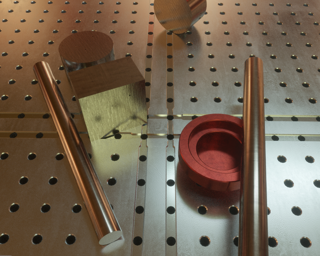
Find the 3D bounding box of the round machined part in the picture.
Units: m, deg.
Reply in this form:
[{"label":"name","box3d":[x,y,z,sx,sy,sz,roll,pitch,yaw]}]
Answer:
[{"label":"round machined part","box3d":[0.071,0.032,0.370,0.099,0.042,0.098,0,50,0]}]

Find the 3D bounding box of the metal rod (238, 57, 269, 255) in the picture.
[{"label":"metal rod","box3d":[0.100,0.025,0.332,0.025,0.025,0.300,9,51,7]}]

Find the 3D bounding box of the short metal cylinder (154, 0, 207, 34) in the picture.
[{"label":"short metal cylinder","box3d":[0.036,-0.218,0.555,0.080,0.080,0.050,28,56,21]}]

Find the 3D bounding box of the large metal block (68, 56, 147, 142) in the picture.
[{"label":"large metal block","box3d":[-0.065,-0.037,0.402,0.081,0.080,0.050,-19,53,-16]}]

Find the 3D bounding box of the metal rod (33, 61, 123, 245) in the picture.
[{"label":"metal rod","box3d":[-0.118,0.009,0.399,0.025,0.025,0.300,-21,53,-17]}]

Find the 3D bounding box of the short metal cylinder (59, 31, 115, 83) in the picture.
[{"label":"short metal cylinder","box3d":[-0.110,-0.106,0.480,0.080,0.050,0.080,0,50,0]}]
